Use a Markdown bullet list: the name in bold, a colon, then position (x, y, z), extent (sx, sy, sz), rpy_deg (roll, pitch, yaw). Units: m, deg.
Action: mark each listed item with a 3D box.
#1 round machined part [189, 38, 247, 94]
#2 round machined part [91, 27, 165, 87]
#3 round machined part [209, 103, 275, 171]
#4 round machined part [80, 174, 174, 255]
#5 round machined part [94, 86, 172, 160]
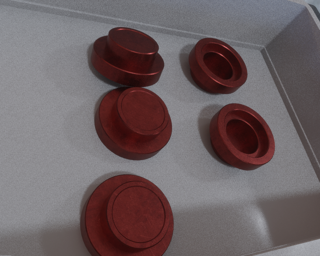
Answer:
- **round machined part**: position (0.089, -0.095, 0.503), extent (0.099, 0.042, 0.098), rpy_deg (14, 56, -21)
- **round machined part**: position (-0.040, -0.101, 0.418), extent (0.099, 0.042, 0.098), rpy_deg (15, 38, -12)
- **round machined part**: position (0.113, 0.016, 0.448), extent (0.099, 0.042, 0.098), rpy_deg (14, 56, -21)
- **round machined part**: position (-0.029, 0.094, 0.323), extent (0.099, 0.042, 0.098), rpy_deg (14, 56, -21)
- **round machined part**: position (-0.028, -0.012, 0.388), extent (0.099, 0.042, 0.098), rpy_deg (14, 56, -21)
